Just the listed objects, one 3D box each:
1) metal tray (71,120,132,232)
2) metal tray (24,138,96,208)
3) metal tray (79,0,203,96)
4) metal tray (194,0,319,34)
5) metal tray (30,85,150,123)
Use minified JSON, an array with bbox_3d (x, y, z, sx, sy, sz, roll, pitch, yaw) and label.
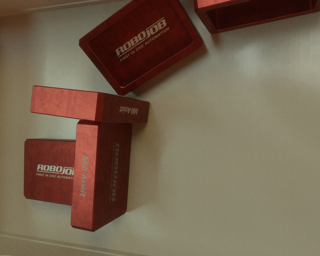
[{"bbox_3d":[-0.072,0.056,0.401,0.030,0.090,0.129,4,92,20],"label":"metal tray"},{"bbox_3d":[-0.139,0.062,0.451,0.130,0.030,0.089,1,90,25],"label":"metal tray"},{"bbox_3d":[-0.024,-0.111,0.392,0.130,0.030,0.090,-30,113,17],"label":"metal tray"},{"bbox_3d":[0.109,-0.142,0.337,0.130,0.090,0.030,-7,88,20],"label":"metal tray"},{"bbox_3d":[-0.079,-0.027,0.382,0.090,0.130,0.030,8,93,20],"label":"metal tray"}]
